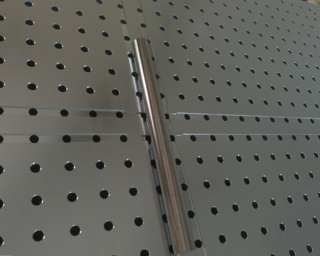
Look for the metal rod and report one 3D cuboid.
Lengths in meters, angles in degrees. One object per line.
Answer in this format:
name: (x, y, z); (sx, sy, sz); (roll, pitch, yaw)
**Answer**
metal rod: (-0.001, 0.004, 0.404); (0.025, 0.025, 0.299); (2, 61, -27)
